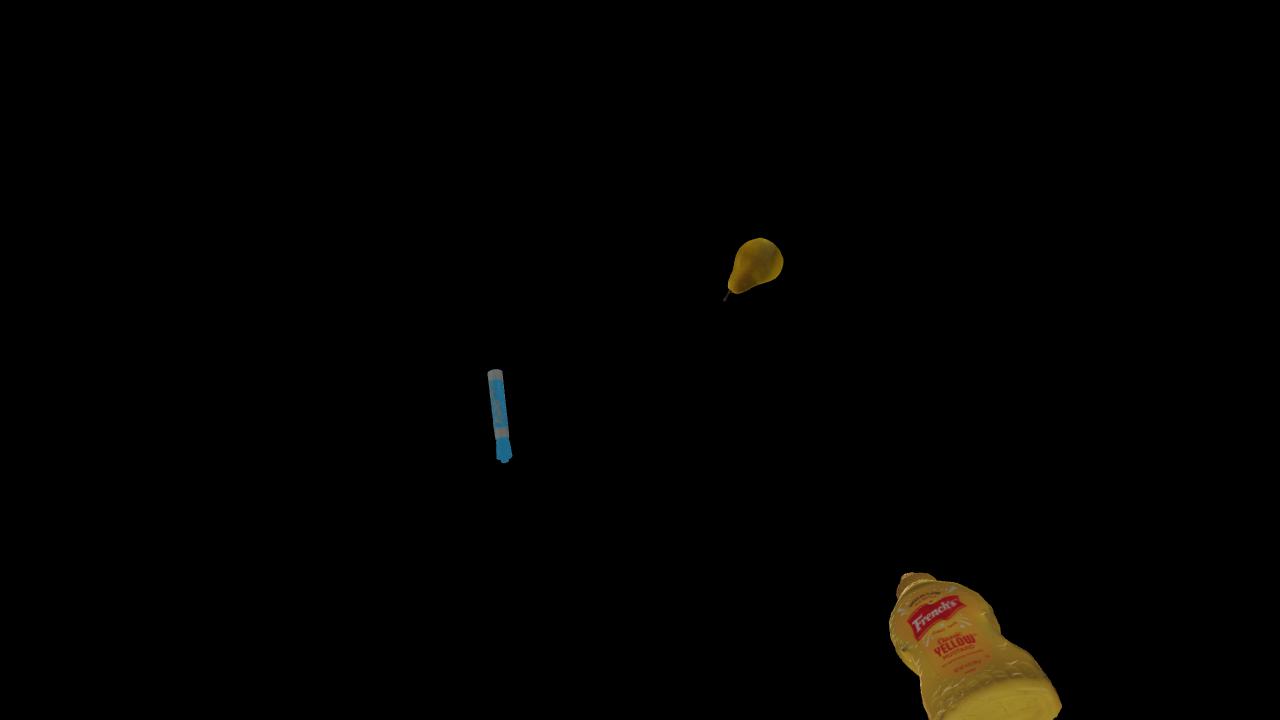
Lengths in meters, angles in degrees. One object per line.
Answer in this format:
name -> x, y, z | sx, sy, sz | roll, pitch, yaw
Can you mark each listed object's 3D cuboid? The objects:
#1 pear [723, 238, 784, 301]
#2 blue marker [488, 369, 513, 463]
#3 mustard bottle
pear -> 0.169, -0.138, 0.965 | 0.111, 0.080, 0.080 | -44, 9, -10
blue marker -> -0.171, 0.068, 0.753 | 0.020, 0.121, 0.020 | -11, -27, -6
mustard bottle -> 0.266, 0.240, 0.531 | 0.092, 0.054, 0.184 | -36, 8, 11
